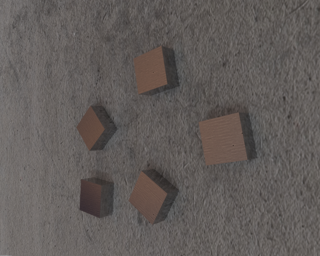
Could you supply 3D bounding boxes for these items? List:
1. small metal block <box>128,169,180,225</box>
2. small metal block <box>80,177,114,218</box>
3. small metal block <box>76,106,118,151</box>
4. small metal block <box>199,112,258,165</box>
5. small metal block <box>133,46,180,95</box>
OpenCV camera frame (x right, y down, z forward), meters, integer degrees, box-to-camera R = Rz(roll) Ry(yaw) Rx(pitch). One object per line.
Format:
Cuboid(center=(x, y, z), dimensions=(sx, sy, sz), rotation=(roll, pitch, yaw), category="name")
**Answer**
Cuboid(center=(-0.009, 0.090, 0.413), dimensions=(0.050, 0.025, 0.050), rotation=(36, 112, 34), category="small metal block")
Cuboid(center=(-0.100, 0.108, 0.488), dimensions=(0.050, 0.025, 0.050), rotation=(6, 94, 40), category="small metal block")
Cuboid(center=(-0.100, 0.000, 0.488), dimensions=(0.050, 0.025, 0.050), rotation=(-50, 61, 28), category="small metal block")
Cuboid(center=(0.075, 0.013, 0.343), dimensions=(0.050, 0.025, 0.050), rotation=(-14, 81, 39), category="small metal block")
Cuboid(center=(-0.005, -0.074, 0.409), dimensions=(0.050, 0.025, 0.050), rotation=(-14, 81, 39), category="small metal block")
